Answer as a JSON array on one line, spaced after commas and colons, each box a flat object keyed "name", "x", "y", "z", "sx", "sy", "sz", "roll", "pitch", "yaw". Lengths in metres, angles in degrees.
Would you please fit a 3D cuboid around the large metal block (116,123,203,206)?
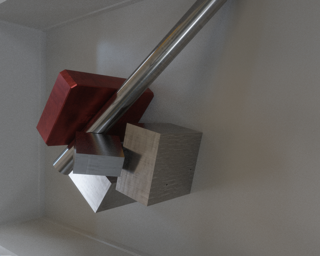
[{"name": "large metal block", "x": 0.000, "y": 0.039, "z": 0.368, "sx": 0.050, "sy": 0.081, "sz": 0.079, "roll": 17, "pitch": 101, "yaw": 38}]

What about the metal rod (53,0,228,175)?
[{"name": "metal rod", "x": -0.022, "y": -0.057, "z": 0.363, "sx": 0.299, "sy": 0.025, "sz": 0.025, "roll": -47, "pitch": 61, "yaw": 10}]

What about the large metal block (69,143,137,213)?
[{"name": "large metal block", "x": -0.068, "y": 0.061, "z": 0.425, "sx": 0.080, "sy": 0.081, "sz": 0.050, "roll": 44, "pitch": 116, "yaw": 31}]

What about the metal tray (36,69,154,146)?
[{"name": "metal tray", "x": -0.079, "y": -0.022, "z": 0.399, "sx": 0.030, "sy": 0.131, "sz": 0.089, "roll": 48, "pitch": 120, "yaw": 30}]

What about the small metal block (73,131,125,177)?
[{"name": "small metal block", "x": -0.070, "y": 0.029, "z": 0.348, "sx": 0.050, "sy": 0.050, "sz": 0.025, "roll": -119, "pitch": 40, "yaw": -60}]
